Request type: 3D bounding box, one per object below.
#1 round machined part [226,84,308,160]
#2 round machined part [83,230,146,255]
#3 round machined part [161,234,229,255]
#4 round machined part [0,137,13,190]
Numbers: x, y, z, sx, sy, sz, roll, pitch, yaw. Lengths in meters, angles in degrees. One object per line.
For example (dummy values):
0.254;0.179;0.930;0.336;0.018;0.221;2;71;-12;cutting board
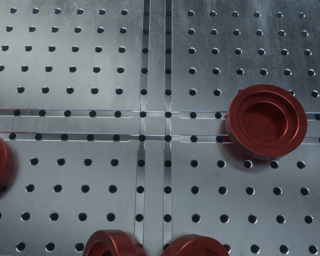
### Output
0.135;-0.005;0.406;0.099;0.042;0.098;0;70;-1;round machined part
-0.045;0.158;0.325;0.042;0.098;0.098;12;66;-34;round machined part
0.030;0.163;0.327;0.099;0.042;0.097;7;78;-36;round machined part
-0.241;0.044;0.383;0.099;0.042;0.098;0;70;-1;round machined part
